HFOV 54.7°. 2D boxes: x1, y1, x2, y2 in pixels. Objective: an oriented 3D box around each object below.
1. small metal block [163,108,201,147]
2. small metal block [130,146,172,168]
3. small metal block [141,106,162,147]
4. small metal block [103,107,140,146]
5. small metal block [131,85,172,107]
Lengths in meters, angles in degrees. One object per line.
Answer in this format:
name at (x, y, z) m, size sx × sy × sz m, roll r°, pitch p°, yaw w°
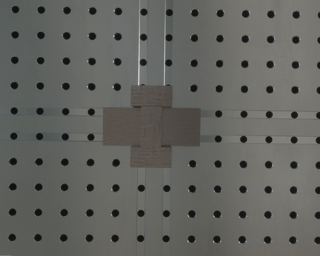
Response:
small metal block at (0.027, -0.001, 0.413) m, size 0.050 × 0.025 × 0.050 m, roll 1°, pitch 90°, yaw -1°
small metal block at (-0.011, 0.036, 0.400) m, size 0.050 × 0.050 × 0.025 m, roll 1°, pitch 90°, yaw -1°
small metal block at (-0.011, -0.002, 0.400) m, size 0.025 × 0.050 × 0.050 m, roll 1°, pitch 90°, yaw 0°
small metal block at (-0.049, -0.002, 0.412) m, size 0.050 × 0.025 × 0.050 m, roll 1°, pitch 90°, yaw -1°
small metal block at (-0.010, -0.039, 0.400) m, size 0.050 × 0.050 × 0.025 m, roll 1°, pitch 90°, yaw -1°
